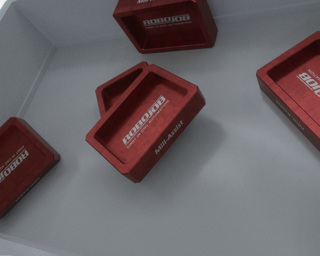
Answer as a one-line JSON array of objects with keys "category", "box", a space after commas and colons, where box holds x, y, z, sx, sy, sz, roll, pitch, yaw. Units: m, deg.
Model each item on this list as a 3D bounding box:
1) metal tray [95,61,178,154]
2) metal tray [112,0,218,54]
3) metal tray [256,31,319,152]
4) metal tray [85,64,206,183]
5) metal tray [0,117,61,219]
[{"category": "metal tray", "box": [-0.037, -0.025, 0.437, 0.090, 0.030, 0.130, -28, 52, 10]}, {"category": "metal tray", "box": [0.009, -0.153, 0.453, 0.130, 0.090, 0.030, 2, 63, 29]}, {"category": "metal tray", "box": [0.178, -0.039, 0.332, 0.090, 0.030, 0.130, -33, 51, 6]}, {"category": "metal tray", "box": [-0.019, -0.010, 0.379, 0.090, 0.030, 0.130, 35, 81, 38]}, {"category": "metal tray", "box": [-0.226, 0.059, 0.455, 0.090, 0.030, 0.130, 43, 85, 5]}]
